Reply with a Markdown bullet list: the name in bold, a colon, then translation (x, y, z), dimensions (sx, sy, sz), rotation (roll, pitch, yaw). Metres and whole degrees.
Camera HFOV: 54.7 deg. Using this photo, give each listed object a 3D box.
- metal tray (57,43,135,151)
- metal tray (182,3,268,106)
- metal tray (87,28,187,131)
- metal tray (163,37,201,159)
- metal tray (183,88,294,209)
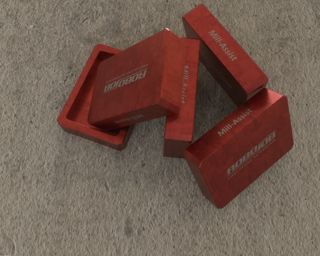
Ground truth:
- **metal tray**: translation (-0.068, -0.044, 0.422), dimensions (0.090, 0.030, 0.130), rotation (19, 71, 6)
- **metal tray**: translation (0.083, -0.088, 0.406), dimensions (0.030, 0.090, 0.130), rotation (-36, 74, 3)
- **metal tray**: translation (-0.031, -0.052, 0.368), dimensions (0.130, 0.030, 0.090), rotation (-13, 63, 43)
- **metal tray**: translation (0.026, -0.035, 0.388), dimensions (0.030, 0.090, 0.130), rotation (6, 71, 2)
- **metal tray**: translation (0.098, 0.025, 0.367), dimensions (0.131, 0.090, 0.030), rotation (-37, 39, -12)
